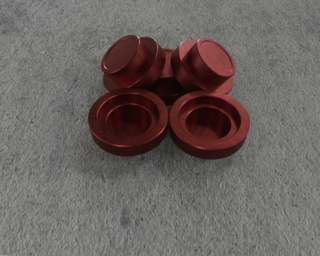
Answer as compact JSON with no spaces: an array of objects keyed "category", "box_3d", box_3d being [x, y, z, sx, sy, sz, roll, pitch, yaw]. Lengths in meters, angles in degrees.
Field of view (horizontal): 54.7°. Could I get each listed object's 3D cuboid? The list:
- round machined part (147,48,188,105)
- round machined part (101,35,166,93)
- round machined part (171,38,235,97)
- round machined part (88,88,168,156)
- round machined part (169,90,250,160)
[{"category":"round machined part","box_3d":[0.007,-0.082,0.462,0.099,0.042,0.098,0,50,0]},{"category":"round machined part","box_3d":[-0.044,-0.093,0.440,0.098,0.042,0.098,-21,49,26]},{"category":"round machined part","box_3d":[0.068,-0.089,0.441,0.099,0.042,0.098,19,52,-25]},{"category":"round machined part","box_3d":[-0.039,-0.003,0.396,0.099,0.042,0.098,0,50,0]},{"category":"round machined part","box_3d":[0.060,0.000,0.394,0.099,0.042,0.098,0,50,0]}]
